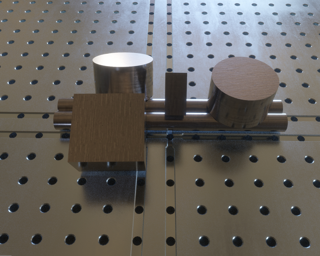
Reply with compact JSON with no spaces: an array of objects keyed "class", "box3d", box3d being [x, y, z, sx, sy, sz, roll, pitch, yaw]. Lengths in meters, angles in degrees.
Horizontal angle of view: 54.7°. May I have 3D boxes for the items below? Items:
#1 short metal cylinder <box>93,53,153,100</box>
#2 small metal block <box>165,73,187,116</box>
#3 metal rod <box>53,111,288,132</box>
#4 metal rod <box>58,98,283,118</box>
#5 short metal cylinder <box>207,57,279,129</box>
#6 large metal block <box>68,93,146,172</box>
[{"class":"short metal cylinder","box3d":[-0.050,-0.070,0.427,0.081,0.050,0.080,1,26,0]},{"class":"small metal block","box3d":[0.019,-0.043,0.386,0.025,0.050,0.050,1,8,0]},{"class":"metal rod","box3d":[0.014,-0.009,0.411,0.302,0.025,0.025,1,50,0]},{"class":"metal rod","box3d":[0.014,-0.028,0.427,0.302,0.025,0.025,1,50,0]},{"class":"short metal cylinder","box3d":[0.103,-0.046,0.394,0.081,0.050,0.080,0,50,0]},{"class":"large metal block","box3d":[-0.057,0.006,0.363,0.081,0.050,0.080,0,70,-1]}]
